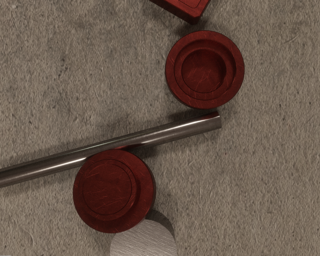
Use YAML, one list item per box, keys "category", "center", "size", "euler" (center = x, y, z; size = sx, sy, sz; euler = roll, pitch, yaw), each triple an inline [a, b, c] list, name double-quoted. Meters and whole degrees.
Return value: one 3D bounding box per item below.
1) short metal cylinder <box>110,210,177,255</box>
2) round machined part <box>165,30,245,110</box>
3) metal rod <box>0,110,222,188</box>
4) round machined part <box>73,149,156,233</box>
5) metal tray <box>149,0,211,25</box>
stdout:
- category: "short metal cylinder"
  center: [-0.020, 0.150, 0.397]
  size: [0.081, 0.050, 0.079]
  euler: [0, 90, -1]
- category: "round machined part"
  center: [0.056, -0.072, 0.402]
  size: [0.099, 0.042, 0.097]
  euler: [0, 90, -1]
- category: "metal rod"
  center: [-0.068, 0.028, 0.409]
  size: [0.302, 0.025, 0.025]
  euler: [-15, 90, -1]
- category: "round machined part"
  center: [-0.056, 0.073, 0.364]
  size: [0.099, 0.042, 0.098]
  euler: [-2, 75, 8]
- category: "metal tray"
  center: [0.042, -0.216, 0.407]
  size: [0.090, 0.030, 0.130]
  euler: [30, 90, -1]
